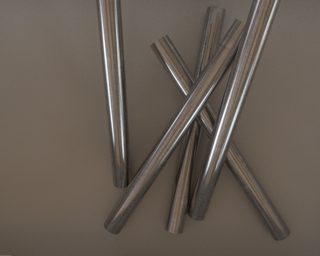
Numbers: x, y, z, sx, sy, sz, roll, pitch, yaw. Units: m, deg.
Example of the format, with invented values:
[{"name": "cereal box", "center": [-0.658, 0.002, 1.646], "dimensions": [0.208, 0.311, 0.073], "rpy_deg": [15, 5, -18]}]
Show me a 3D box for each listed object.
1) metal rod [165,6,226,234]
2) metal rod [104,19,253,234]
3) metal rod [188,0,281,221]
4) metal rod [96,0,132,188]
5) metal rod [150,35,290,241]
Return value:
[{"name": "metal rod", "center": [0.047, -0.011, 0.412], "dimensions": [0.025, 0.025, 0.298], "rpy_deg": [11, 90, -1]}, {"name": "metal rod", "center": [0.014, 0.011, 0.372], "dimensions": [0.025, 0.025, 0.298], "rpy_deg": [32, 105, -1]}, {"name": "metal rod", "center": [0.078, -0.016, 0.350], "dimensions": [0.025, 0.025, 0.298], "rpy_deg": [12, 115, -1]}, {"name": "metal rod", "center": [-0.052, -0.061, 0.349], "dimensions": [0.025, 0.025, 0.298], "rpy_deg": [-1, 116, 0]}, {"name": "metal rod", "center": [0.080, 0.019, 0.393], "dimensions": [0.025, 0.025, 0.299], "rpy_deg": [-34, 98, 0]}]
